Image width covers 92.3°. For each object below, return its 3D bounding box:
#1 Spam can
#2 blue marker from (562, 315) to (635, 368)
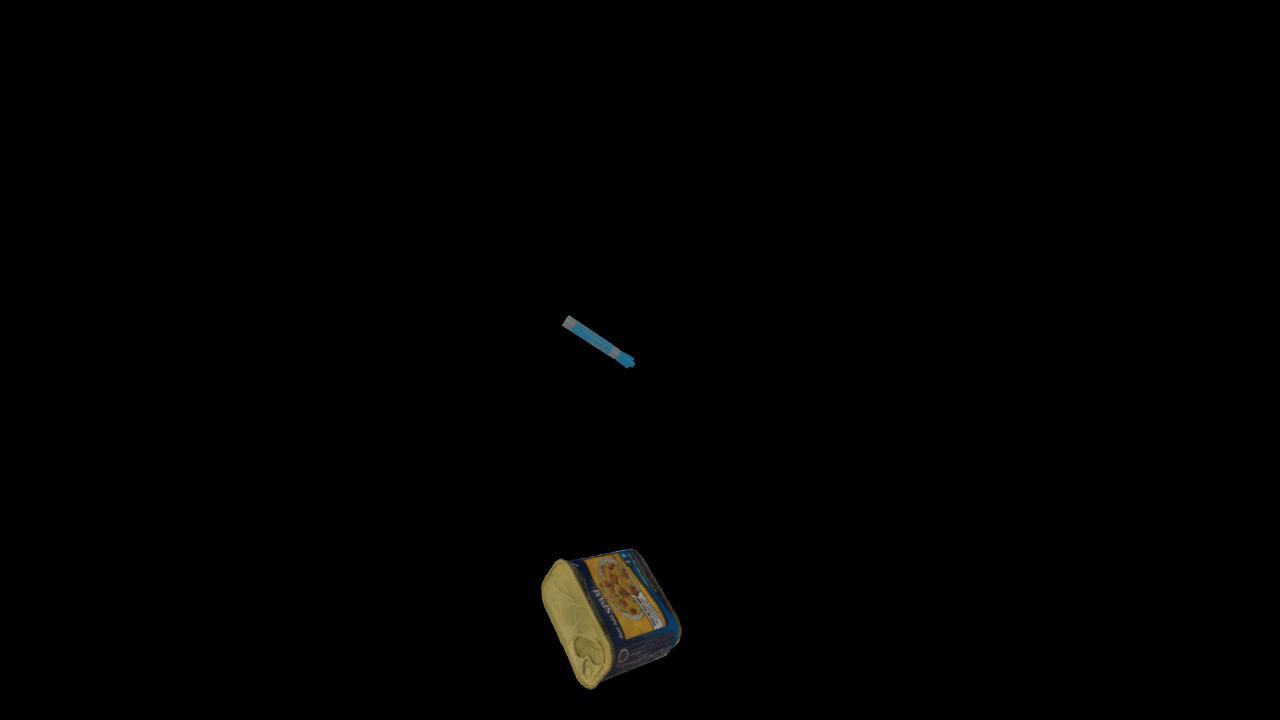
[{"bbox_3d":[-0.025,0.220,0.539,0.085,0.058,0.101,3,39,-43],"label":"Spam can"},{"bbox_3d":[-0.059,-0.025,0.902,0.121,0.020,0.020,33,-6,-9],"label":"blue marker"}]
